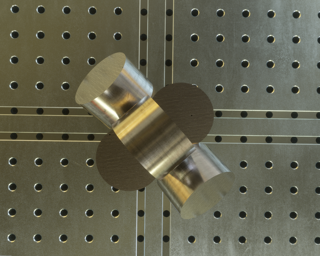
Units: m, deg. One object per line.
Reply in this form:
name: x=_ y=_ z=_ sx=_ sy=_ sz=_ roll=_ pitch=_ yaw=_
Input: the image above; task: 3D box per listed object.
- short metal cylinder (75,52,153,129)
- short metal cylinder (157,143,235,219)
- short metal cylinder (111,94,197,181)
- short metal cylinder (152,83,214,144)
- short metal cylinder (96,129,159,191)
short metal cylinder: x=-0.056 y=-0.045 z=0.378 sx=0.080 sy=0.080 sz=0.050 roll=-46 pitch=125 yaw=0
short metal cylinder: x=0.044 y=0.065 z=0.379 sx=0.080 sy=0.080 sz=0.050 roll=-41 pitch=55 yaw=0
short metal cylinder: x=-0.006 y=0.010 z=0.334 sx=0.050 sy=0.080 sz=0.080 roll=-41 pitch=91 yaw=0
short metal cylinder: x=0.025 y=-0.016 z=0.400 sx=0.081 sy=0.050 sz=0.079 roll=0 pitch=90 yaw=-1
short metal cylinder: x=-0.037 y=0.037 z=0.400 sx=0.081 sy=0.050 sz=0.079 roll=0 pitch=90 yaw=-1
